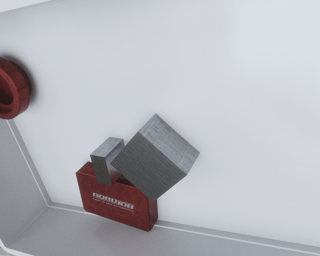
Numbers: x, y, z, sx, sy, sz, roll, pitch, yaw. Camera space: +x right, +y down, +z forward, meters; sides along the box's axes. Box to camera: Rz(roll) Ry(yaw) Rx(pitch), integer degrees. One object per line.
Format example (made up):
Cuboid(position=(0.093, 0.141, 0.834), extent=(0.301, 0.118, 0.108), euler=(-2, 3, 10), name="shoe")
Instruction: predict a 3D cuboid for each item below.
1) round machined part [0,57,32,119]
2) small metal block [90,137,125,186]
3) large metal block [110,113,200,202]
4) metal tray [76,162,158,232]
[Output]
Cuboid(position=(-0.241, -0.066, 0.480), extent=(0.098, 0.042, 0.097), euler=(12, 123, 19), name="round machined part")
Cuboid(position=(-0.073, 0.048, 0.459), extent=(0.025, 0.050, 0.050), euler=(6, 121, 25), name="small metal block")
Cuboid(position=(-0.008, 0.041, 0.421), extent=(0.080, 0.050, 0.080), euler=(42, 129, -1), name="large metal block")
Cuboid(position=(-0.070, 0.112, 0.510), extent=(0.130, 0.030, 0.089), euler=(11, 123, 22), name="metal tray")
